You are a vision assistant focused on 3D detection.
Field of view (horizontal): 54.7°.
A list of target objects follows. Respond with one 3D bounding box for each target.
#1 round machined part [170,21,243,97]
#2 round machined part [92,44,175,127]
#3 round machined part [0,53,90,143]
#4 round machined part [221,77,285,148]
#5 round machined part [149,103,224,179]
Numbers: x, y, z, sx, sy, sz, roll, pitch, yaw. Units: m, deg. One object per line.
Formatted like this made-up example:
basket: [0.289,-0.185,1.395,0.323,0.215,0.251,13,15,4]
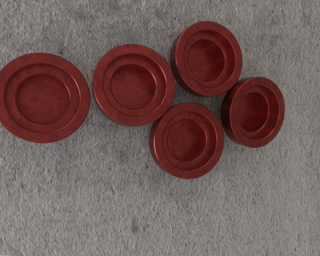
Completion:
round machined part: [0.059,-0.090,0.421,0.099,0.042,0.097,0,90,-20]
round machined part: [-0.034,-0.050,0.384,0.099,0.042,0.097,1,85,-16]
round machined part: [-0.132,-0.032,0.351,0.099,0.042,0.097,0,90,-20]
round machined part: [0.126,-0.023,0.441,0.099,0.042,0.097,-4,99,-26]
round machined part: [0.032,0.016,0.411,0.099,0.042,0.097,0,90,-20]
